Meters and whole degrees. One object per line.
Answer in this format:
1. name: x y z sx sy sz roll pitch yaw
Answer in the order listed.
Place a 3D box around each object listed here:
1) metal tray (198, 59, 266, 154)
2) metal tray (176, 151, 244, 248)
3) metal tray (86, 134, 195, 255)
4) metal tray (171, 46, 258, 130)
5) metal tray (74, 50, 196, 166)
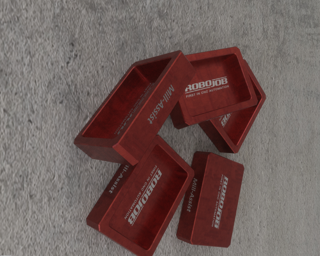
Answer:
1. metal tray: 0.117 -0.035 0.498 0.090 0.030 0.130 49 61 -29
2. metal tray: 0.079 0.108 0.468 0.091 0.030 0.129 22 76 -38
3. metal tray: -0.018 0.083 0.385 0.090 0.030 0.130 46 62 -30
4. metal tray: 0.067 -0.058 0.429 0.131 0.030 0.090 -17 86 -29
5. metal tray: -0.027 -0.024 0.338 0.030 0.090 0.130 47 62 -30
